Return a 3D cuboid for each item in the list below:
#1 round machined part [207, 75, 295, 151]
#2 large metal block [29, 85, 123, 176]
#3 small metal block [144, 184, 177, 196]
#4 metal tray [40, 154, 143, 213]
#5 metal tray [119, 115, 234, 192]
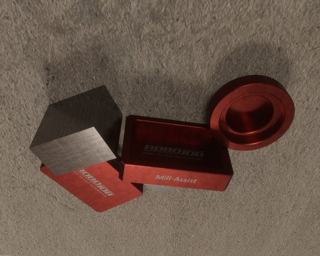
[{"bbox_3d":[0.107,-0.022,0.377,0.099,0.042,0.097,-1,128,-1],"label":"round machined part"},{"bbox_3d":[-0.095,0.002,0.372,0.080,0.080,0.050,-18,128,14],"label":"large metal block"},{"bbox_3d":[0.006,0.071,0.468,0.050,0.025,0.050,37,121,-28],"label":"small metal block"},{"bbox_3d":[-0.097,0.070,0.462,0.090,0.030,0.130,-27,126,20],"label":"metal tray"},{"bbox_3d":[0.018,0.029,0.389,0.131,0.090,0.030,7,130,-7],"label":"metal tray"}]
